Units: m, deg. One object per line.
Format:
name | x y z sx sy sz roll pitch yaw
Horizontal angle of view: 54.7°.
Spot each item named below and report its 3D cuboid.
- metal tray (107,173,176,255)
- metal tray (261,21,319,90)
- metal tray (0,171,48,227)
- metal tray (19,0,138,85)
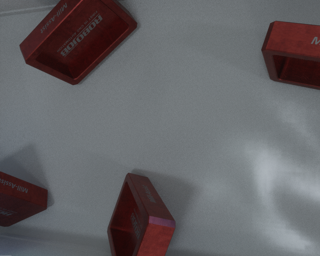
metal tray | -0.028 0.118 0.368 0.030 0.130 0.089 17 97 -19
metal tray | 0.174 -0.062 0.303 0.130 0.090 0.030 17 86 27
metal tray | -0.239 0.099 0.438 0.090 0.130 0.030 -26 51 18
metal tray | -0.105 -0.122 0.409 0.130 0.090 0.030 -40 61 15
